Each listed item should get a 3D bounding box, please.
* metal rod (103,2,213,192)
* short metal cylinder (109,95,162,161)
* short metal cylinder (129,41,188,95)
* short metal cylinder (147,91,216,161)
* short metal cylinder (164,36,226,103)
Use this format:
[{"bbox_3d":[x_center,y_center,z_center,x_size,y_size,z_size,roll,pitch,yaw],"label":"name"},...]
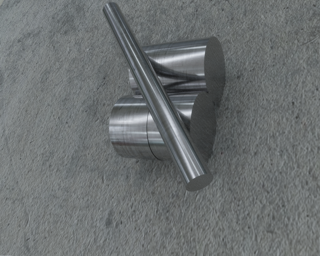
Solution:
[{"bbox_3d":[-0.018,-0.061,0.349,0.025,0.025,0.300,-32,52,8],"label":"metal rod"},{"bbox_3d":[-0.017,-0.001,0.380,0.050,0.080,0.080,1,62,29],"label":"short metal cylinder"},{"bbox_3d":[0.002,-0.072,0.414,0.050,0.080,0.080,1,62,29],"label":"short metal cylinder"},{"bbox_3d":[0.028,-0.001,0.357,0.050,0.080,0.080,1,62,29],"label":"short metal cylinder"},{"bbox_3d":[0.046,-0.071,0.390,0.050,0.080,0.080,1,62,29],"label":"short metal cylinder"}]
